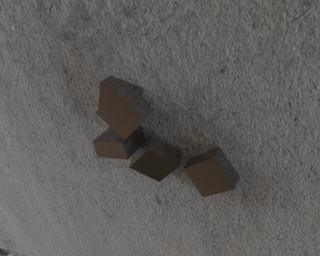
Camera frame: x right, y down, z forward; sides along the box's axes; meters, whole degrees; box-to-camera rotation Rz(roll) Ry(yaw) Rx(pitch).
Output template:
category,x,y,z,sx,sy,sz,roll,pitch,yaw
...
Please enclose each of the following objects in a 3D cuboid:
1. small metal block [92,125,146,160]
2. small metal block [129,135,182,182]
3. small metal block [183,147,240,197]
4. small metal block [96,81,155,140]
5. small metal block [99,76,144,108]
category,x,y,z,sx,sy,sz,roll,pitch,yaw
small metal block,-0.056,0.018,0.431,0.050,0.050,0.025,1,118,28
small metal block,-0.006,0.043,0.426,0.050,0.025,0.050,29,132,-19
small metal block,0.068,0.059,0.408,0.050,0.025,0.050,-26,105,37
small metal block,-0.044,-0.021,0.385,0.050,0.025,0.050,44,129,-3
small metal block,-0.053,-0.035,0.413,0.050,0.025,0.050,22,127,14
